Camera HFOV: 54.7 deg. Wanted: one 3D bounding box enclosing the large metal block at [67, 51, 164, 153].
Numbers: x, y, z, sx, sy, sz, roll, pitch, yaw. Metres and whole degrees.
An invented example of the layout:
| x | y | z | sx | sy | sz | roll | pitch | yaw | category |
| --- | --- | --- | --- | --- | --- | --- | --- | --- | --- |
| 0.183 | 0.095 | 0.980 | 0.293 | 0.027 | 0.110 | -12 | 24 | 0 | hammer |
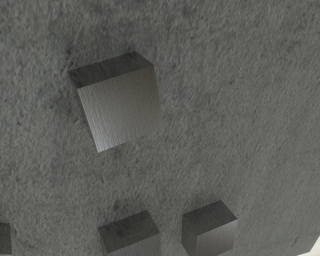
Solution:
| x | y | z | sx | sy | sz | roll | pitch | yaw | category |
| --- | --- | --- | --- | --- | --- | --- | --- | --- | --- |
| -0.048 | -0.031 | 0.347 | 0.081 | 0.050 | 0.079 | -21 | 127 | -16 | large metal block |

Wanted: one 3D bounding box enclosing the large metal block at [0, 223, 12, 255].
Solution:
| x | y | z | sx | sy | sz | roll | pitch | yaw | category |
| --- | --- | --- | --- | --- | --- | --- | --- | --- | --- |
| -0.232 | 0.154 | 0.360 | 0.080 | 0.050 | 0.080 | 22 | 106 | -37 | large metal block |

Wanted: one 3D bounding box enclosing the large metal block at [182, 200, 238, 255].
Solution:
| x | y | z | sx | sy | sz | roll | pitch | yaw | category |
| --- | --- | --- | --- | --- | --- | --- | --- | --- | --- |
| 0.087 | 0.187 | 0.557 | 0.081 | 0.050 | 0.079 | -15 | 125 | -21 | large metal block |

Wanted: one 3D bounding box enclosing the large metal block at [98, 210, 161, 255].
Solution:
| x | y | z | sx | sy | sz | roll | pitch | yaw | category |
| --- | --- | --- | --- | --- | --- | --- | --- | --- | --- |
| -0.045 | 0.186 | 0.483 | 0.081 | 0.050 | 0.079 | -15 | 125 | -20 | large metal block |
